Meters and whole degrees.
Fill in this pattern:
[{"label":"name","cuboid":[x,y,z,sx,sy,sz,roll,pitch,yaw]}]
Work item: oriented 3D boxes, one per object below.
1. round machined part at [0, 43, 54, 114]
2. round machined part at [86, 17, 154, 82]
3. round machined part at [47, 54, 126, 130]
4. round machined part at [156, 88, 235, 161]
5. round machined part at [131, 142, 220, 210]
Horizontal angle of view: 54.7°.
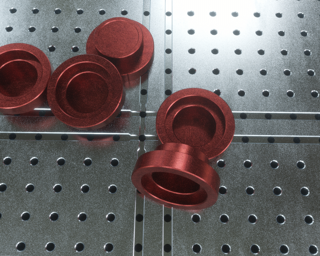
[{"label":"round machined part","cuboid":[-0.192,-0.063,0.424,0.099,0.042,0.098,0,70,-1]},{"label":"round machined part","cuboid":[-0.057,-0.119,0.445,0.099,0.042,0.098,0,70,0]},{"label":"round machined part","cuboid":[-0.094,-0.044,0.412,0.099,0.042,0.098,-1,79,4]},{"label":"round machined part","cuboid":[0.044,0.001,0.403,0.099,0.042,0.098,0,70,-1]},{"label":"round machined part","cuboid":[0.020,0.053,0.357,0.098,0.097,0.042,15,55,5]}]
